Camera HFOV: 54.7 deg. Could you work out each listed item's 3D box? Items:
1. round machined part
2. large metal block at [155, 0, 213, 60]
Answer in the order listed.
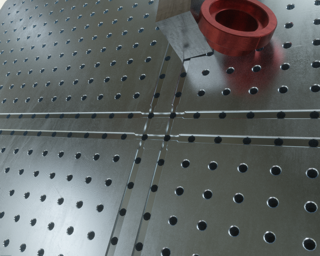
[{"bbox_3d":[0.098,-0.132,0.409,0.099,0.042,0.098,4,52,-4],"label":"round machined part"},{"bbox_3d":[0.039,-0.160,0.449,0.050,0.080,0.080,-9,58,28],"label":"large metal block"}]
